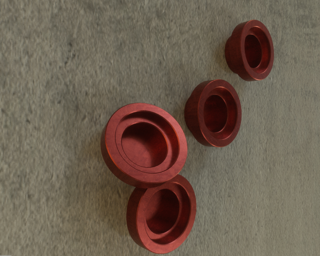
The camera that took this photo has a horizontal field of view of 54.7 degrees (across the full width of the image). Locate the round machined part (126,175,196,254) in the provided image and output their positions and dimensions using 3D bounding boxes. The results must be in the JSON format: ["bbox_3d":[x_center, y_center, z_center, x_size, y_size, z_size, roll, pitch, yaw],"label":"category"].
[{"bbox_3d":[-0.002,0.104,0.394,0.099,0.042,0.097,0,91,-40],"label":"round machined part"}]

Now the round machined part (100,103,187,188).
[{"bbox_3d":[-0.021,0.023,0.361,0.099,0.042,0.098,12,60,-21],"label":"round machined part"}]

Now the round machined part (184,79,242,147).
[{"bbox_3d":[0.074,-0.021,0.459,0.099,0.042,0.097,0,90,-40],"label":"round machined part"}]

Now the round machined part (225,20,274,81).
[{"bbox_3d":[0.146,-0.127,0.519,0.099,0.042,0.097,0,90,-40],"label":"round machined part"}]
